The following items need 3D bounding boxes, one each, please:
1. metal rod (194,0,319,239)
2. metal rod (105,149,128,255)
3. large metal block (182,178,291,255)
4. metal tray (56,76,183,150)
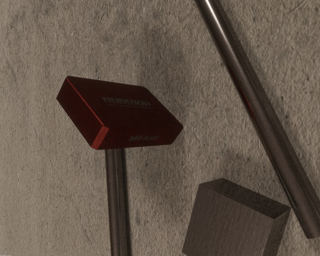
[{"bbox_3d":[0.096,-0.037,0.324,0.025,0.025,0.299,-32,70,35],"label":"metal rod"},{"bbox_3d":[-0.059,0.174,0.451,0.025,0.025,0.298,-7,86,39],"label":"metal rod"},{"bbox_3d":[0.078,0.107,0.323,0.080,0.050,0.079,21,103,38],"label":"large metal block"},{"bbox_3d":[-0.043,-0.018,0.370,0.090,0.131,0.030,48,118,29],"label":"metal tray"}]
